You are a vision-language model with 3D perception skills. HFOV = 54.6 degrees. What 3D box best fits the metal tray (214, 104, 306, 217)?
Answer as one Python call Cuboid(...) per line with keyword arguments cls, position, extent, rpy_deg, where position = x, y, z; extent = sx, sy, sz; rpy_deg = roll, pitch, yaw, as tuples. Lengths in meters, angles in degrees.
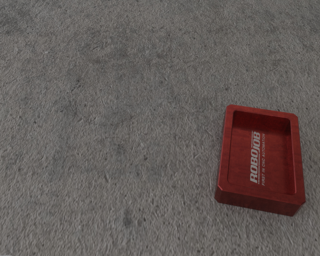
Cuboid(cls="metal tray", position=(0.119, 0.033, 0.373), extent=(0.090, 0.030, 0.130), rpy_deg=(9, 51, 8))
